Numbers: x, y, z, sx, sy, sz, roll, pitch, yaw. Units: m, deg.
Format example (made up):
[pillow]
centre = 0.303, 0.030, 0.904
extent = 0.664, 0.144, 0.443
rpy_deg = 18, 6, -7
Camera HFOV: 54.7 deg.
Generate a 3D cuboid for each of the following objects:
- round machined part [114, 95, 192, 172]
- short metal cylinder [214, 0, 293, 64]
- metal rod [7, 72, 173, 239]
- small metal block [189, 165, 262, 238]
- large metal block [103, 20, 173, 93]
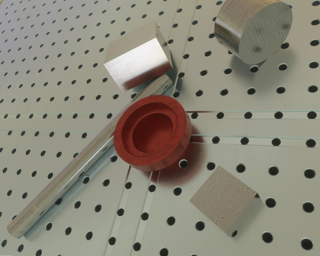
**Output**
[round machined part]
centre = -0.006, 0.010, 0.393
extent = 0.098, 0.042, 0.098
rpy_deg = -13, 56, 20
[short metal cylinder]
centre = 0.116, -0.128, 0.390
extent = 0.080, 0.080, 0.050
rpy_deg = -38, 51, 2
[metal rod]
centre = -0.095, 0.034, 0.435
extent = 0.300, 0.025, 0.025
rpy_deg = -46, 51, -5
[small metal block]
centre = 0.068, 0.076, 0.325
extent = 0.050, 0.025, 0.050
rpy_deg = -49, 52, -6
[large metal block]
centre = -0.031, -0.107, 0.457
extent = 0.080, 0.050, 0.080
rpy_deg = -24, 33, 13
